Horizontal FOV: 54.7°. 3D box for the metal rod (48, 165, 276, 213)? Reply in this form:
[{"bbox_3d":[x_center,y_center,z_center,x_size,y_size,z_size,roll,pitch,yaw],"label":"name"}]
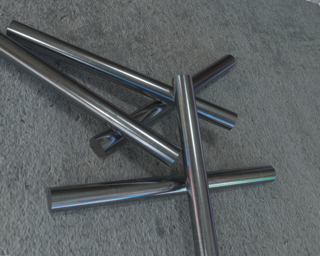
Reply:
[{"bbox_3d":[0.025,0.068,0.375,0.303,0.025,0.025,-1,62,-29],"label":"metal rod"}]

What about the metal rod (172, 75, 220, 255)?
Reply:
[{"bbox_3d":[0.044,0.082,0.342,0.025,0.025,0.299,2,72,-27],"label":"metal rod"}]

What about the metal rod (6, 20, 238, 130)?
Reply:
[{"bbox_3d":[-0.042,-0.064,0.395,0.301,0.025,0.025,22,53,-6],"label":"metal rod"}]

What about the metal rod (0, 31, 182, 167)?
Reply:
[{"bbox_3d":[-0.108,-0.048,0.352,0.301,0.025,0.025,33,51,2],"label":"metal rod"}]

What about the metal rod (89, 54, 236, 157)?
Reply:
[{"bbox_3d":[0.024,-0.047,0.445,0.025,0.025,0.302,49,51,6],"label":"metal rod"}]
